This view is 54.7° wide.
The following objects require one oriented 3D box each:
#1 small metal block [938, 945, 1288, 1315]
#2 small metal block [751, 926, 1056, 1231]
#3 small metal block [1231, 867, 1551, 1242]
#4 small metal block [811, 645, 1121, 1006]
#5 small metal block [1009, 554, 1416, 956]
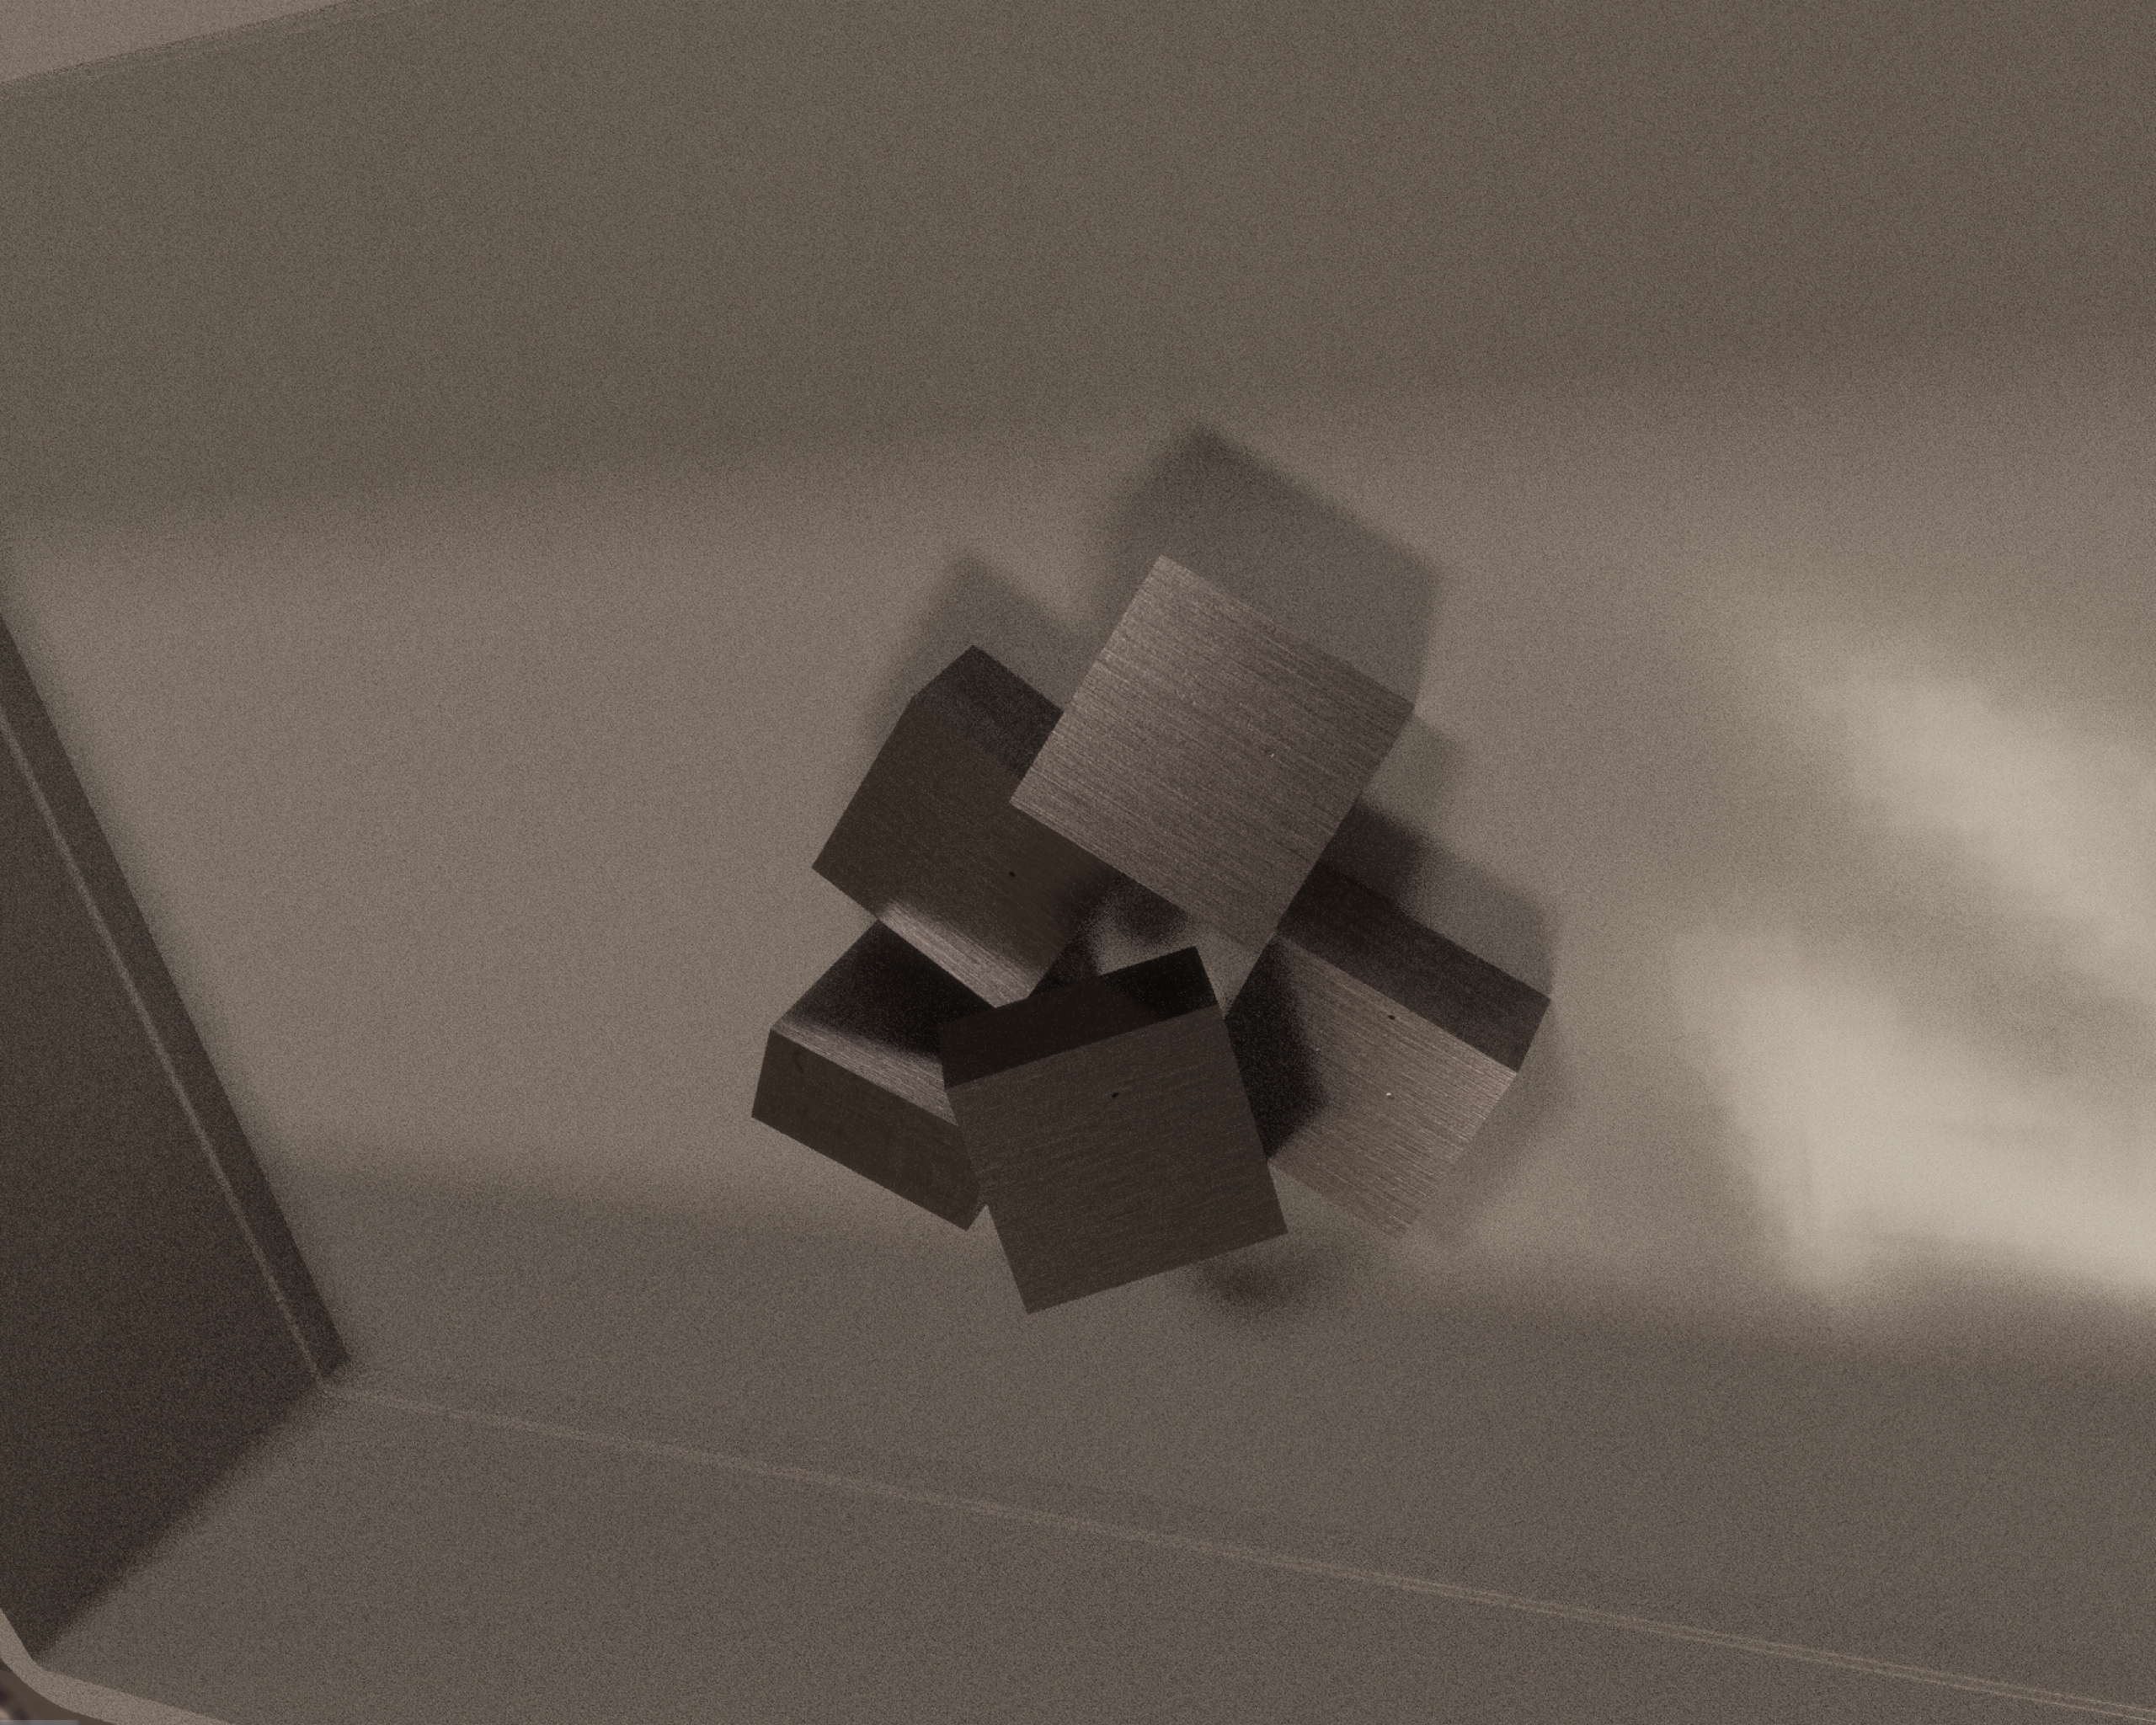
[{"bbox_3d":[0.006,0.049,0.386,0.050,0.025,0.050,-18,113,0],"label":"small metal block"},{"bbox_3d":[-0.031,0.041,0.429,0.050,0.050,0.025,26,127,11],"label":"small metal block"},{"bbox_3d":[0.054,0.037,0.399,0.050,0.025,0.050,31,128,8],"label":"small metal block"},{"bbox_3d":[-0.017,-0.006,0.409,0.050,0.025,0.050,37,129,2],"label":"small metal block"},{"bbox_3d":[0.024,-0.019,0.367,0.050,0.025,0.050,32,95,6],"label":"small metal block"}]
